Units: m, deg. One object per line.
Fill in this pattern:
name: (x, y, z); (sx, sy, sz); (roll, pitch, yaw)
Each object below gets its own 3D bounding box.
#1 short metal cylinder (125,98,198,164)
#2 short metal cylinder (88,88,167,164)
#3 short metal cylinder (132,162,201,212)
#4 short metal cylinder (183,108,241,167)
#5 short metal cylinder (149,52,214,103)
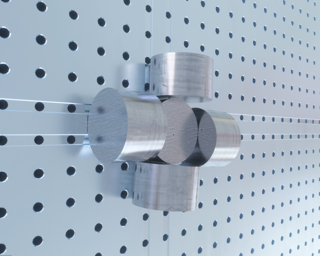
short metal cylinder: (0.002, 0.004, 0.395); (0.081, 0.050, 0.080); (0, 90, -41)
short metal cylinder: (-0.038, -0.002, 0.341); (0.050, 0.080, 0.080); (2, 89, -41)
short metal cylinder: (0.008, 0.068, 0.378); (0.081, 0.080, 0.050); (8, 85, -40)
short metal cylinder: (0.063, 0.014, 0.426); (0.050, 0.080, 0.080); (5, 87, -40)
short metal cylinder: (0.027, -0.061, 0.395); (0.081, 0.080, 0.050); (4, 88, -40)
